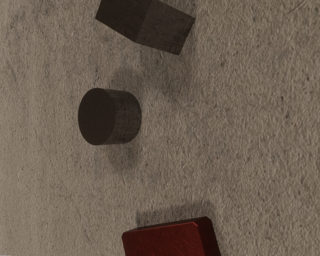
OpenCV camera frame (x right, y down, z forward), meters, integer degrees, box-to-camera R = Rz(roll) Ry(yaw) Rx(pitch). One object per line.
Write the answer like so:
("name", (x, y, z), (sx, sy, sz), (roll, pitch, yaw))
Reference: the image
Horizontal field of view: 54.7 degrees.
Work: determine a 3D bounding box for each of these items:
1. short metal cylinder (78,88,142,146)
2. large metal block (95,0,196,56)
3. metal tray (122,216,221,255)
("short metal cylinder", (-0.073, -0.016, 0.446), (0.080, 0.050, 0.079), (0, 90, 39))
("large metal block", (-0.018, -0.135, 0.382), (0.080, 0.081, 0.050), (38, 113, 33))
("metal tray", (0.014, 0.167, 0.389), (0.130, 0.030, 0.090), (-23, 76, 37))
